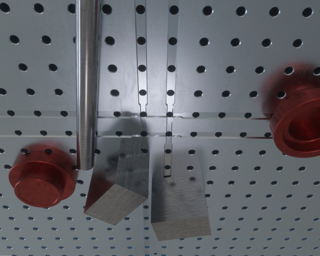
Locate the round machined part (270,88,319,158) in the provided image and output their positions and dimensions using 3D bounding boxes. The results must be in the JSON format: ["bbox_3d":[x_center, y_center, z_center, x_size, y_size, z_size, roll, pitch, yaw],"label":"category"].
[{"bbox_3d":[0.189,-0.011,0.393,0.099,0.042,0.097,0,130,0],"label":"round machined part"}]

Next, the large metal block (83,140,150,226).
[{"bbox_3d":[-0.060,0.078,0.441,0.050,0.080,0.080,30,124,-23],"label":"large metal block"}]

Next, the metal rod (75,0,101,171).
[{"bbox_3d":[-0.085,-0.059,0.360,0.025,0.025,0.298,7,130,-6],"label":"metal rod"}]

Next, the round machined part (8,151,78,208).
[{"bbox_3d":[-0.179,0.084,0.470,0.099,0.042,0.097,0,130,0],"label":"round machined part"}]

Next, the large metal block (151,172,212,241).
[{"bbox_3d":[0.032,0.121,0.479,0.080,0.080,0.050,-9,130,8],"label":"large metal block"}]
